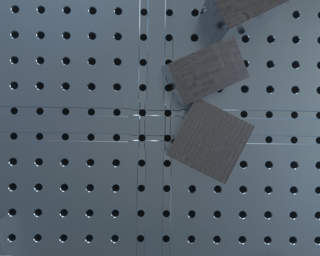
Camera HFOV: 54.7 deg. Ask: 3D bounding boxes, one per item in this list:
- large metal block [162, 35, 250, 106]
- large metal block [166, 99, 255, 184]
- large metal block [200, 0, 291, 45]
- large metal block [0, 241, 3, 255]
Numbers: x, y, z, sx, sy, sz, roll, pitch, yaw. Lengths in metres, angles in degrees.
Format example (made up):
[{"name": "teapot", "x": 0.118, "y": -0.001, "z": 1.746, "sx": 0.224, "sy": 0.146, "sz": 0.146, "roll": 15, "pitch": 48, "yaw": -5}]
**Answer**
[{"name": "large metal block", "x": 0.052, "y": -0.070, "z": 0.383, "sx": 0.080, "sy": 0.080, "sz": 0.050, "roll": -24, "pitch": 100, "yaw": 0}, {"name": "large metal block", "x": 0.062, "y": 0.015, "z": 0.402, "sx": 0.080, "sy": 0.050, "sz": 0.080, "roll": 27, "pitch": 90, "yaw": -1}, {"name": "large metal block", "x": 0.102, "y": -0.151, "z": 0.387, "sx": 0.080, "sy": 0.080, "sz": 0.050, "roll": -26, "pitch": 90, "yaw": -1}, {"name": "large metal block", "x": -0.255, "y": 0.175, "z": 0.398, "sx": 0.080, "sy": 0.050, "sz": 0.080, "roll": -11, "pitch": 90, "yaw": -1}]
